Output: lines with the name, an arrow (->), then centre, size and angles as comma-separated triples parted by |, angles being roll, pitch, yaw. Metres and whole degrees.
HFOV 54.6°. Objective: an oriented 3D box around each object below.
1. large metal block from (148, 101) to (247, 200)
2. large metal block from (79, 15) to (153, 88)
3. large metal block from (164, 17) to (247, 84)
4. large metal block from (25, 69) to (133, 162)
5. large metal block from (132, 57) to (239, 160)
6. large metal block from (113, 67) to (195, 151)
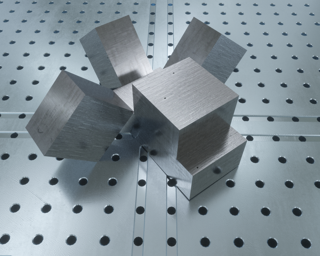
large metal block -> 0.042, 0.024, 0.371 | 0.080, 0.050, 0.080 | -29, 55, -23
large metal block -> -0.064, -0.103, 0.438 | 0.050, 0.080, 0.080 | -31, 17, -23
large metal block -> 0.063, -0.095, 0.432 | 0.050, 0.080, 0.080 | 44, 23, 31
large metal block -> -0.091, -0.010, 0.360 | 0.050, 0.080, 0.080 | 44, 104, 31
large metal block -> 0.026, -0.025, 0.346 | 0.080, 0.050, 0.080 | -29, 57, -24
large metal block -> -0.007, -0.026, 0.414 | 0.080, 0.050, 0.080 | -31, 57, -23
